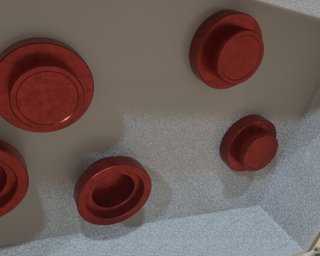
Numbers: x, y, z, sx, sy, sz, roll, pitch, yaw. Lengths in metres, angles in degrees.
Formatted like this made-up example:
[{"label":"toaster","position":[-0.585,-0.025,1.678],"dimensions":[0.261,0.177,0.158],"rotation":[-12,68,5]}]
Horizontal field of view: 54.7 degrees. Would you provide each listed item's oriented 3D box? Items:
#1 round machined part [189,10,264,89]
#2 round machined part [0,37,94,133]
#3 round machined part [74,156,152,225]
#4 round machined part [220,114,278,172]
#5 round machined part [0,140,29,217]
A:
[{"label":"round machined part","position":[0.090,-0.093,0.389],"dimensions":[0.099,0.042,0.097],"rotation":[-14,124,-21]},{"label":"round machined part","position":[-0.115,-0.037,0.312],"dimensions":[0.099,0.042,0.097],"rotation":[-14,124,-21]},{"label":"round machined part","position":[-0.064,0.077,0.410],"dimensions":[0.099,0.042,0.097],"rotation":[-14,124,-21]},{"label":"round machined part","position":[0.149,0.031,0.498],"dimensions":[0.099,0.042,0.097],"rotation":[-14,124,-21]},{"label":"round machined part","position":[-0.192,0.049,0.323],"dimensions":[0.099,0.042,0.097],"rotation":[-14,124,-21]}]
